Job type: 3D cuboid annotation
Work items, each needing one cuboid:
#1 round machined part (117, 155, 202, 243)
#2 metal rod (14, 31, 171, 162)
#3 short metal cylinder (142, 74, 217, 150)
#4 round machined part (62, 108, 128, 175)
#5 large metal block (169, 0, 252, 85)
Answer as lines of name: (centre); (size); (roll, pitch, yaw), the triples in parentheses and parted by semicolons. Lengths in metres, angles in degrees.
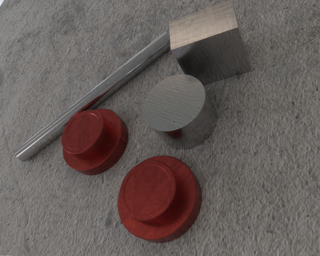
round machined part: (-0.006, 0.075, 0.350); (0.098, 0.042, 0.098); (-13, 56, 21)
metal rod: (-0.103, -0.048, 0.487); (0.300, 0.025, 0.025); (-38, 51, 2)
short metal cylinder: (0.026, -0.020, 0.387); (0.080, 0.050, 0.080); (-13, 56, 21)
round machined part: (-0.098, 0.014, 0.436); (0.098, 0.042, 0.098); (-13, 56, 21)
large metal block: (0.066, -0.104, 0.398); (0.080, 0.080, 0.050); (-15, 56, 20)
